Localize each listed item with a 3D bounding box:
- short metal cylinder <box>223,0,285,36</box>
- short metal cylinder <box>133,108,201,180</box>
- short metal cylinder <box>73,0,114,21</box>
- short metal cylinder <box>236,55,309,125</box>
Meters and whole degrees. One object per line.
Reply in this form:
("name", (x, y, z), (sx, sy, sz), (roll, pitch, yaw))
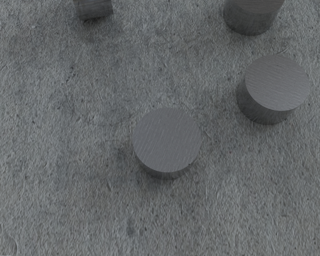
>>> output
("short metal cylinder", (0.139, -0.187, 0.464), (0.081, 0.050, 0.080), (0, 70, 0))
("short metal cylinder", (0.008, 0.021, 0.387), (0.081, 0.050, 0.080), (0, 70, 0))
("short metal cylinder", (-0.102, -0.203, 0.452), (0.050, 0.080, 0.080), (-13, 71, -5))
("short metal cylinder", (0.148, -0.050, 0.414), (0.081, 0.050, 0.080), (0, 70, 0))
